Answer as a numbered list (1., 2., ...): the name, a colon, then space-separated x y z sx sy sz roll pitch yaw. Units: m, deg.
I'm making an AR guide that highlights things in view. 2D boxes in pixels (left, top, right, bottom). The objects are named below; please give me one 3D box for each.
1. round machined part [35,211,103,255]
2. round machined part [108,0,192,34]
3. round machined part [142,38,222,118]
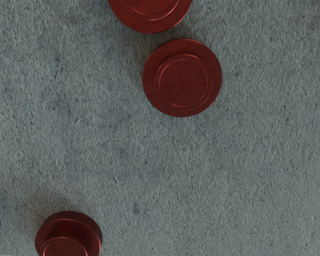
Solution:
1. round machined part: -0.139 0.178 0.465 0.099 0.042 0.097 0 110 0
2. round machined part: -0.011 -0.155 0.343 0.099 0.042 0.097 0 110 0
3. round machined part: 0.027 -0.059 0.379 0.099 0.042 0.097 0 110 0
